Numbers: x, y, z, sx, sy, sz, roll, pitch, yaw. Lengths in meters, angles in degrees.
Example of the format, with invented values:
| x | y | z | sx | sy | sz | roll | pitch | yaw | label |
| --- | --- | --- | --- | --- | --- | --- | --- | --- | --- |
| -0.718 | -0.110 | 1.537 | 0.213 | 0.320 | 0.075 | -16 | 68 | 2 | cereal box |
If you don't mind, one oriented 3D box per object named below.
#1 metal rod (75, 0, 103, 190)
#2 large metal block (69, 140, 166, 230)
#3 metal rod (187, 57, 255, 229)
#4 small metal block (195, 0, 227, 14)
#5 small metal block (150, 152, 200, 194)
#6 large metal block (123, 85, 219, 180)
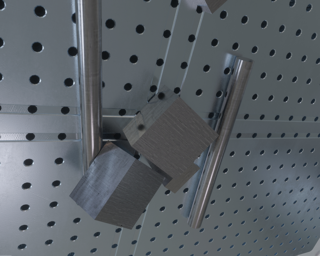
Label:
| x | y | z | sx | sy | sz | roll | pitch | yaw | label |
| --- | --- | --- | --- | --- | --- | --- | --- | --- | --- |
| -0.076 | -0.050 | 0.338 | 0.025 | 0.025 | 0.298 | -9 | 122 | -24 | metal rod |
| -0.050 | 0.073 | 0.389 | 0.080 | 0.050 | 0.080 | -56 | 145 | -7 | large metal block |
| 0.088 | 0.038 | 0.482 | 0.025 | 0.025 | 0.298 | -3 | 120 | -27 | metal rod |
| 0.059 | -0.165 | 0.341 | 0.050 | 0.025 | 0.050 | -42 | 130 | 1 | small metal block |
| 0.020 | 0.055 | 0.440 | 0.050 | 0.050 | 0.025 | -46 | 130 | 4 | small metal block |
| 0.013 | 0.006 | 0.397 | 0.080 | 0.050 | 0.080 | -47 | 119 | 4 | large metal block |
